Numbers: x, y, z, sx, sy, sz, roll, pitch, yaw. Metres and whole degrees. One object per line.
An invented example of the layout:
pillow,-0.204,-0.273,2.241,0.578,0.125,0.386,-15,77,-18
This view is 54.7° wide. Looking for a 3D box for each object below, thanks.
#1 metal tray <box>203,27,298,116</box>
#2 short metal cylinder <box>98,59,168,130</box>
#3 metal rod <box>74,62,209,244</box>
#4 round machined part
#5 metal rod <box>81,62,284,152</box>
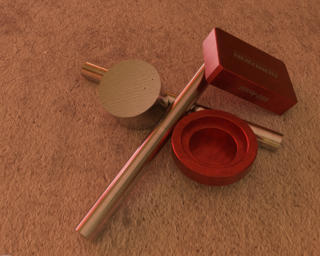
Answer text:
metal tray,0.124,-0.079,0.432,0.131,0.030,0.090,20,47,-20
short metal cylinder,-0.033,-0.042,0.407,0.080,0.050,0.080,-4,70,11
metal rod,0.005,0.003,0.380,0.025,0.025,0.301,27,61,20
round machined part,0.063,0.027,0.371,0.099,0.042,0.098,0,50,0
metal rod,0.018,-0.035,0.436,0.301,0.025,0.025,22,54,17
